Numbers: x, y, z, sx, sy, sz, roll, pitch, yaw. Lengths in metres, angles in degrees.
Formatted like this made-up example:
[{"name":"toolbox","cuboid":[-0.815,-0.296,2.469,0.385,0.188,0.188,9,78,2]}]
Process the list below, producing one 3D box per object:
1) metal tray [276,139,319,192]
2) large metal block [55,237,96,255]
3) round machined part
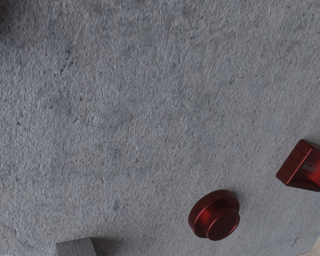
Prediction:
[{"name":"metal tray","cuboid":[0.302,0.079,0.621,0.131,0.030,0.089,16,110,-35]},{"name":"large metal block","cuboid":[-0.119,0.219,0.443,0.050,0.080,0.079,-1,119,-28]},{"name":"round machined part","cuboid":[0.104,0.163,0.556,0.099,0.042,0.097,-14,125,-21]}]
